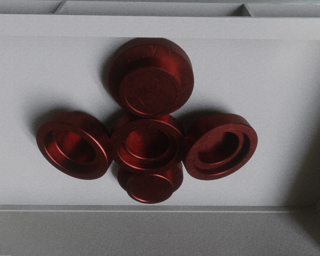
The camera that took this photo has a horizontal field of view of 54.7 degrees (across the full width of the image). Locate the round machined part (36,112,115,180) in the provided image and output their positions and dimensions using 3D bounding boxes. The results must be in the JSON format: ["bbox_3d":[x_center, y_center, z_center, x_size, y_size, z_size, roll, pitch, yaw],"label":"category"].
[{"bbox_3d":[-0.104,0.018,0.400,0.098,0.042,0.097,11,131,13],"label":"round machined part"}]

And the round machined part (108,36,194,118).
[{"bbox_3d":[-0.010,-0.050,0.353,0.099,0.042,0.097,0,130,0],"label":"round machined part"}]

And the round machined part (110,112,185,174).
[{"bbox_3d":[-0.016,0.013,0.406,0.099,0.042,0.097,0,130,0],"label":"round machined part"}]

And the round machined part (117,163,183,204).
[{"bbox_3d":[-0.015,0.076,0.460,0.099,0.042,0.097,0,130,0],"label":"round machined part"}]

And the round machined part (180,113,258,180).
[{"bbox_3d":[0.072,0.020,0.402,0.099,0.042,0.097,-11,132,-13],"label":"round machined part"}]
